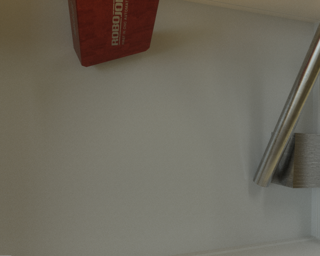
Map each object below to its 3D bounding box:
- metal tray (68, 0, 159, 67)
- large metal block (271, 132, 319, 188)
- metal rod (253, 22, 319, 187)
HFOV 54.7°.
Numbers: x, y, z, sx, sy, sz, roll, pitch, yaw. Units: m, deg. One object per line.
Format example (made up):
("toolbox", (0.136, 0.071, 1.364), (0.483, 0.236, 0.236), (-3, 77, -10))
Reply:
("metal tray", (-0.050, -0.127, 0.337), (0.091, 0.129, 0.030), (-20, 70, -19))
("large metal block", (0.221, 0.049, 0.481), (0.081, 0.050, 0.079), (3, 89, -20))
("metal rod", (0.192, -0.051, 0.419), (0.025, 0.025, 0.298), (8, 112, -20))
